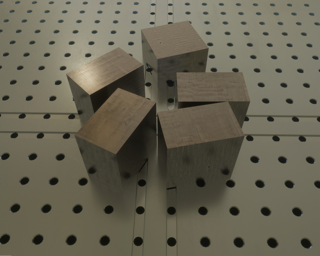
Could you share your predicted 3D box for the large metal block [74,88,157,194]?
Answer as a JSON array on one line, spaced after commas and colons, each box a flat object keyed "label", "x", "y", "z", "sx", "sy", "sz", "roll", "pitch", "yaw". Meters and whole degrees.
[{"label": "large metal block", "x": -0.045, "y": 0.015, "z": 0.360, "sx": 0.050, "sy": 0.080, "sz": 0.080, "roll": 22, "pitch": 54, "yaw": 18}]

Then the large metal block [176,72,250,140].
[{"label": "large metal block", "x": 0.061, "y": -0.023, "z": 0.392, "sx": 0.080, "sy": 0.080, "sz": 0.050, "roll": 0, "pitch": 50, "yaw": 0}]

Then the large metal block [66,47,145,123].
[{"label": "large metal block", "x": -0.067, "y": -0.047, "z": 0.411, "sx": 0.080, "sy": 0.080, "sz": 0.050, "roll": -35, "pitch": 58, "yaw": -26}]

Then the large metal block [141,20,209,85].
[{"label": "large metal block", "x": 0.021, "y": -0.121, "z": 0.494, "sx": 0.081, "sy": 0.050, "sz": 0.080, "roll": -15, "pitch": 52, "yaw": -12}]

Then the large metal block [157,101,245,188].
[{"label": "large metal block", "x": 0.042, "y": 0.021, "z": 0.355, "sx": 0.080, "sy": 0.080, "sz": 0.050, "roll": -9, "pitch": 51, "yaw": -8}]
